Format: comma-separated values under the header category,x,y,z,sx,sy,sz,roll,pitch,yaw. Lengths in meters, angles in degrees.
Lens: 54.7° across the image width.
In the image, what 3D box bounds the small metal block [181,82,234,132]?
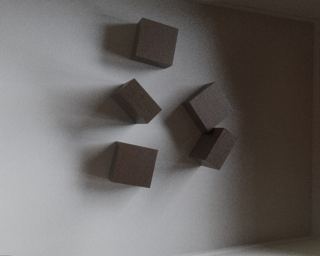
category,x,y,z,sx,sy,sz,roll,pitch,yaw
small metal block,0.068,-0.030,0.437,0.050,0.025,0.050,-38,103,-16

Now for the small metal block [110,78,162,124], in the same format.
category,x,y,z,sx,sy,sz,roll,pitch,yaw
small metal block,-0.031,-0.032,0.387,0.025,0.050,0.050,-45,105,-14

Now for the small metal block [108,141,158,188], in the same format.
category,x,y,z,sx,sy,sz,roll,pitch,yaw
small metal block,-0.035,0.047,0.399,0.050,0.025,0.050,14,85,-20

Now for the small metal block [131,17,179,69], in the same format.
category,x,y,z,sx,sy,sz,roll,pitch,yaw
small metal block,-0.007,-0.111,0.409,0.050,0.025,0.050,11,86,-20

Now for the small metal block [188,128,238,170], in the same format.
category,x,y,z,sx,sy,sz,roll,pitch,yaw
small metal block,0.072,0.027,0.425,0.025,0.050,0.050,36,78,-17
